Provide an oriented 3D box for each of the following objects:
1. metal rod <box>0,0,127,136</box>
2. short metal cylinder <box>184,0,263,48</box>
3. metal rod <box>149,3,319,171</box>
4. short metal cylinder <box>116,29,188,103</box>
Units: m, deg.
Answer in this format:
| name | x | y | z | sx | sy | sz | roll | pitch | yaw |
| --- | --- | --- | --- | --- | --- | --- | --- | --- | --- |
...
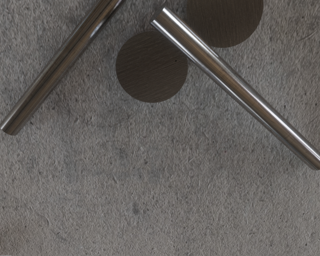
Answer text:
| name | x | y | z | sx | sy | sz | roll | pitch | yaw |
| --- | --- | --- | --- | --- | --- | --- | --- | --- | --- |
| metal rod | -0.098 | -0.103 | 0.370 | 0.025 | 0.025 | 0.299 | 41 | 105 | -14 |
| short metal cylinder | 0.068 | -0.133 | 0.348 | 0.081 | 0.050 | 0.079 | 0 | 110 | 0 |
| metal rod | 0.108 | -0.033 | 0.369 | 0.301 | 0.025 | 0.025 | 36 | 106 | -24 |
| short metal cylinder | -0.009 | -0.075 | 0.369 | 0.081 | 0.050 | 0.079 | 0 | 110 | 0 |
